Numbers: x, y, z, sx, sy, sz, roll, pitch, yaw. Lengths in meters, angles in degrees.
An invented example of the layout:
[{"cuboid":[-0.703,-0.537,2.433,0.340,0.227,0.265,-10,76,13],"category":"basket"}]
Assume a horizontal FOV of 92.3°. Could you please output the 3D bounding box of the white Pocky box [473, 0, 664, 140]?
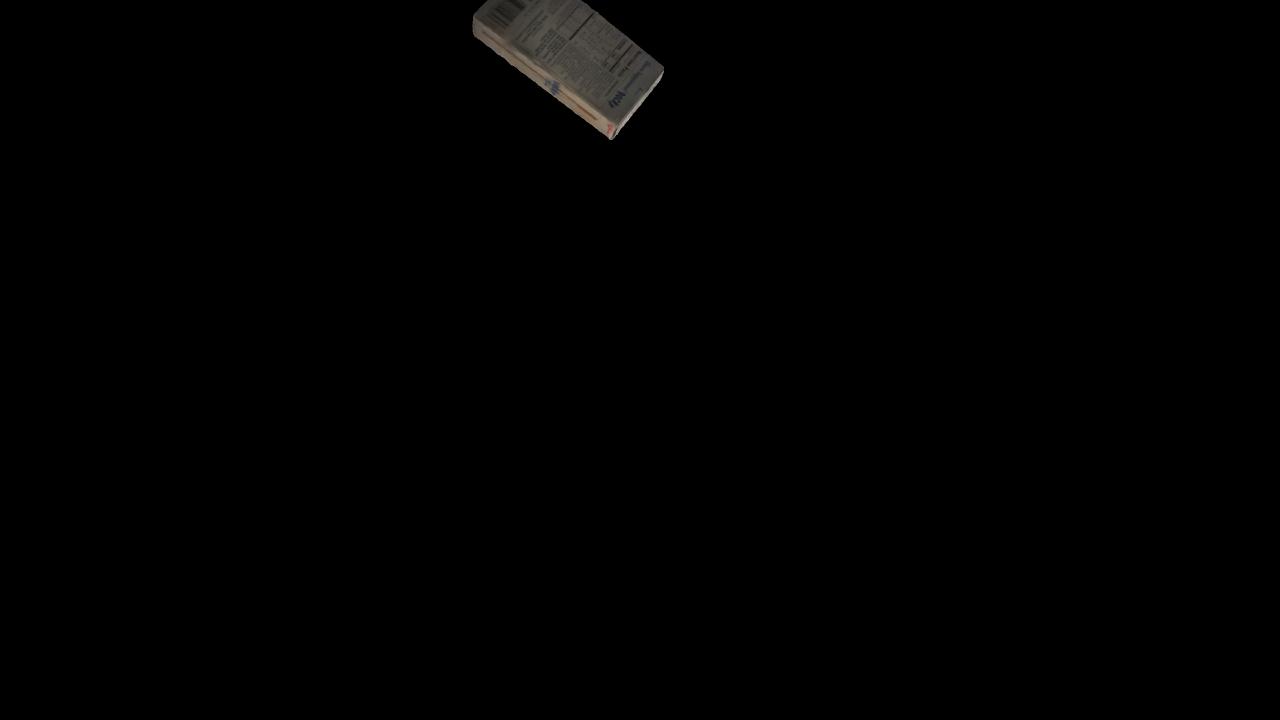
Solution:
[{"cuboid":[-0.062,-0.277,0.550,0.154,0.084,0.028,36,-18,-7],"category":"white Pocky box"}]
